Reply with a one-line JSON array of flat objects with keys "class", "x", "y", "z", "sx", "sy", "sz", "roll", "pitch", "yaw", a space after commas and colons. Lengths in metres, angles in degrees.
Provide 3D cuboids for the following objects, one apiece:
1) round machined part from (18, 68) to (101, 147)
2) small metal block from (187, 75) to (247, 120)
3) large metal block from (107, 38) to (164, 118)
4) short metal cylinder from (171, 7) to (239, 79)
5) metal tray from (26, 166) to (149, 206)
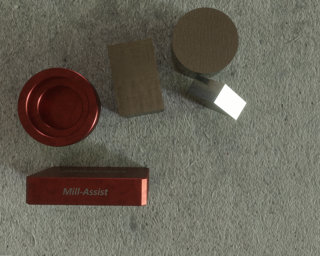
[{"class": "round machined part", "x": -0.126, "y": -0.026, "z": 0.400, "sx": 0.099, "sy": 0.042, "sz": 0.097, "roll": 0, "pitch": 90, "yaw": 0}, {"class": "small metal block", "x": 0.071, "y": -0.038, "z": 0.388, "sx": 0.050, "sy": 0.050, "sz": 0.025, "roll": 30, "pitch": 91, "yaw": -40}, {"class": "large metal block", "x": -0.027, "y": -0.056, "z": 0.382, "sx": 0.050, "sy": 0.080, "sz": 0.080, "roll": -10, "pitch": 90, "yaw": 0}, {"class": "short metal cylinder", "x": 0.055, "y": -0.106, "z": 0.398, "sx": 0.081, "sy": 0.050, "sz": 0.080, "roll": 0, "pitch": 90, "yaw": 0}, {"class": "metal tray", "x": -0.080, "y": 0.068, "z": 0.376, "sx": 0.131, "sy": 0.090, "sz": 0.030, "roll": 1, "pitch": 90, "yaw": 0}]
